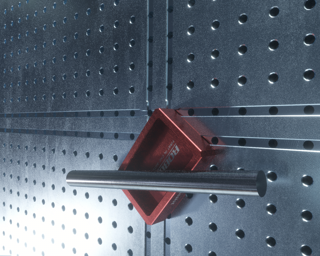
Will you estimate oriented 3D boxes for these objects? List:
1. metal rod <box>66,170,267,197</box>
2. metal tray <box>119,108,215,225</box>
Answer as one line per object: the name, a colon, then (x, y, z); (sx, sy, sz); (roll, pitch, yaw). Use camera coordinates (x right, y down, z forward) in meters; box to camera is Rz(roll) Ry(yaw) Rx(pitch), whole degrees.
metal rod: (-0.020, 0.065, 0.385); (0.300, 0.025, 0.025); (-6, 86, 39)
metal tray: (0.000, 0.050, 0.405); (0.090, 0.030, 0.129); (47, 118, 29)
